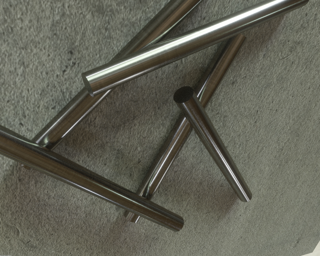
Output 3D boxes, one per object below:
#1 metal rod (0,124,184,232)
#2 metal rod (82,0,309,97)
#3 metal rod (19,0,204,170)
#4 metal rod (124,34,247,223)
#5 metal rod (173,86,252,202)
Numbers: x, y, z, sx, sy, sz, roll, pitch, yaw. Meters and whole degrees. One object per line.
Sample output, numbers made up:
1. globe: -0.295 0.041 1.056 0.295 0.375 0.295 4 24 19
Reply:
1. metal rod: -0.066 0.077 0.384 0.025 0.025 0.301 -48 129 6
2. metal rod: 0.057 -0.106 0.350 0.302 0.025 0.025 -27 128 -20
3. metal rod: -0.044 -0.066 0.341 0.300 0.025 0.025 -44 129 2
4. metal rod: 0.028 0.008 0.426 0.025 0.025 0.298 18 109 -35
5. metal rod: 0.092 0.043 0.462 0.025 0.025 0.300 -40 136 -1
